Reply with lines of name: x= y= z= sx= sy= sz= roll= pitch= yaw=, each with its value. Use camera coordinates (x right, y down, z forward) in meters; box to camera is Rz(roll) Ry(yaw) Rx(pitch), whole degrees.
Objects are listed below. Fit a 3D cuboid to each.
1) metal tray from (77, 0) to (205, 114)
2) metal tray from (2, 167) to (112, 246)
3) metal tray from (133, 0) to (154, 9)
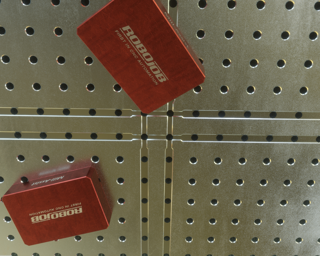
metal tray: x=-0.018 y=-0.088 z=0.358 sx=0.090 sy=0.030 sz=0.130 roll=-29 pitch=118 yaw=21
metal tray: x=-0.147 y=0.115 z=0.452 sx=0.131 sy=0.030 sz=0.090 roll=-14 pitch=110 yaw=5
metal tray: x=-0.047 y=-0.201 z=0.336 sx=0.130 sy=0.030 sz=0.090 roll=28 pitch=108 yaw=-10
